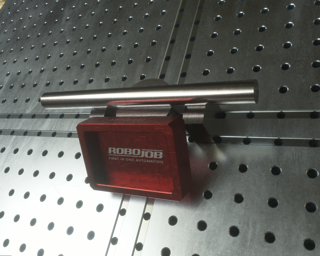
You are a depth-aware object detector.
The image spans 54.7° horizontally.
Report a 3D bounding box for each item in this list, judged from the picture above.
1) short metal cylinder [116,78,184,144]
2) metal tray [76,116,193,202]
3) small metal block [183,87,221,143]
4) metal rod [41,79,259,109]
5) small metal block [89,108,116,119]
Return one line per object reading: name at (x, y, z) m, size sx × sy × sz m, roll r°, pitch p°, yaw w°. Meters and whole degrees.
short metal cylinder at (-0.010, -0.018, 0.408) m, size 0.080 × 0.050 × 0.080 m, roll -13°, pitch 56°, yaw 21°
metal tray at (-0.032, 0.033, 0.366) m, size 0.130 × 0.089 × 0.030 m, roll 1°, pitch 19°, yaw 28°
small metal block at (0.051, -0.015, 0.375) m, size 0.025 × 0.050 × 0.050 m, roll -1°, pitch 61°, yaw 28°
metal rod at (-0.034, -0.039, 0.386) m, size 0.300 × 0.025 × 0.025 m, roll 1°, pitch 62°, yaw 29°
small metal block at (-0.071, -0.018, 0.441) m, size 0.025 × 0.050 × 0.050 m, roll -1°, pitch 61°, yaw 28°
